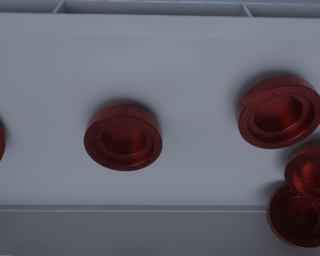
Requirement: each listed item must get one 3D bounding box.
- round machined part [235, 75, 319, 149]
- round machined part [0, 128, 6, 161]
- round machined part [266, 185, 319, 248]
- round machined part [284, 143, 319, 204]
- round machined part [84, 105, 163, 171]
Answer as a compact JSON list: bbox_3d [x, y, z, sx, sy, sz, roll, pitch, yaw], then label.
[{"bbox_3d":[0.142,-0.023,0.381,0.099,0.042,0.097,-1,130,0],"label":"round machined part"},{"bbox_3d":[-0.254,0.022,0.390,0.042,0.099,0.097,24,140,33],"label":"round machined part"},{"bbox_3d":[0.219,0.139,0.492,0.099,0.098,0.042,-4,159,3],"label":"round machined part"},{"bbox_3d":[0.230,0.060,0.436,0.098,0.042,0.097,17,132,20],"label":"round machined part"},{"bbox_3d":[-0.046,0.009,0.405,0.099,0.042,0.097,-1,130,0],"label":"round machined part"}]
